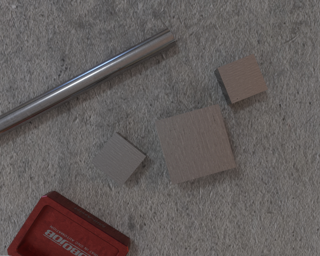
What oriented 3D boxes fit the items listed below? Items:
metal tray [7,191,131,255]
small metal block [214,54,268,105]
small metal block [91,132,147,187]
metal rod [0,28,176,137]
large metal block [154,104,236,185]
[{"bbox_3d":[-0.116,0.155,0.406,0.130,0.030,0.090,33,90,-1],"label":"metal tray"},{"bbox_3d":[0.107,-0.064,0.411,0.050,0.025,0.050,-22,90,-1],"label":"small metal block"},{"bbox_3d":[-0.053,0.040,0.409,0.050,0.025,0.050,39,90,-1],"label":"small metal block"},{"bbox_3d":[-0.118,-0.051,0.408,0.301,0.025,0.025,-28,90,-1],"label":"metal rod"},{"bbox_3d":[0.043,0.020,0.398,0.080,0.050,0.080,-16,90,-1],"label":"large metal block"}]
